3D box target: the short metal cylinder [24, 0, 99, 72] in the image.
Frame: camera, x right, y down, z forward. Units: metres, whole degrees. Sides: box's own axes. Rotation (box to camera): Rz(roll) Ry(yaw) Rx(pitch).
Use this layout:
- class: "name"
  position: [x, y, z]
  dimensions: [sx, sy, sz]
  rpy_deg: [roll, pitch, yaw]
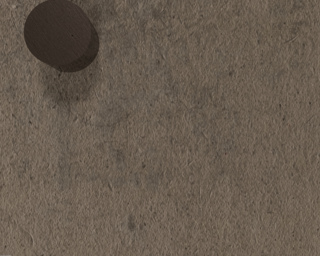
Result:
- class: "short metal cylinder"
  position: [-0.123, -0.115, 0.396]
  dimensions: [0.081, 0.050, 0.079]
  rpy_deg: [0, 90, -1]
